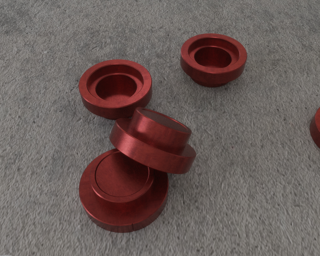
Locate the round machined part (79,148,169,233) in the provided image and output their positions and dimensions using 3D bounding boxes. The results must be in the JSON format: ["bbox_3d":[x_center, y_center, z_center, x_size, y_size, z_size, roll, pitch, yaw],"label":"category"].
[{"bbox_3d":[-0.040,0.060,0.341,0.099,0.042,0.098,0,50,0],"label":"round machined part"}]

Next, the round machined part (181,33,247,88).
[{"bbox_3d":[0.080,-0.100,0.477,0.099,0.042,0.098,0,50,0],"label":"round machined part"}]

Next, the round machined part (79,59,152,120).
[{"bbox_3d":[-0.060,-0.049,0.433,0.099,0.042,0.098,0,50,0],"label":"round machined part"}]

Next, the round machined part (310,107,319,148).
[{"bbox_3d":[0.250,-0.002,0.395,0.099,0.042,0.098,0,50,0],"label":"round machined part"}]

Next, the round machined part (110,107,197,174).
[{"bbox_3d":[-0.003,0.009,0.349,0.098,0.042,0.098,23,12,-5],"label":"round machined part"}]
